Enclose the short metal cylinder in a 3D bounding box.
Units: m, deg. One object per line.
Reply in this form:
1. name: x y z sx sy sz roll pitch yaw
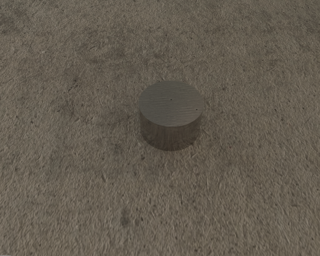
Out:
1. short metal cylinder: 0.014 -0.016 0.402 0.081 0.050 0.080 0 50 0
